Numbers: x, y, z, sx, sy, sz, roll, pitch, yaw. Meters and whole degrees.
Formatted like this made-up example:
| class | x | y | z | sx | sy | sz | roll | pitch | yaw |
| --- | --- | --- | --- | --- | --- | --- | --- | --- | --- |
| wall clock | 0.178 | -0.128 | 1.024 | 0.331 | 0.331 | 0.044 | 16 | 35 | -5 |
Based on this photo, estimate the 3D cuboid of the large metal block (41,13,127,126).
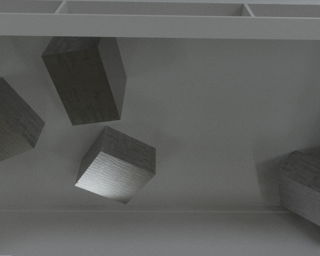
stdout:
| class | x | y | z | sx | sy | sz | roll | pitch | yaw |
| --- | --- | --- | --- | --- | --- | --- | --- | --- | --- |
| large metal block | -0.071 | -0.061 | 0.320 | 0.050 | 0.080 | 0.080 | -7 | 130 | 6 |

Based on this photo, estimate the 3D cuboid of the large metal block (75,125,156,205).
| class | x | y | z | sx | sy | sz | roll | pitch | yaw |
| --- | --- | --- | --- | --- | --- | --- | --- | --- | --- |
| large metal block | -0.062 | 0.054 | 0.438 | 0.080 | 0.050 | 0.080 | 27 | 125 | -21 |

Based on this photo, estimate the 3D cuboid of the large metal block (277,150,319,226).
| class | x | y | z | sx | sy | sz | roll | pitch | yaw |
| --- | --- | --- | --- | --- | --- | --- | --- | --- | --- |
| large metal block | 0.220 | 0.090 | 0.443 | 0.050 | 0.080 | 0.080 | -41 | 132 | -22 |

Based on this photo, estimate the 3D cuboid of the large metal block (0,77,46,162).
| class | x | y | z | sx | sy | sz | roll | pitch | yaw |
| --- | --- | --- | --- | --- | --- | --- | --- | --- | --- |
| large metal block | -0.208 | -0.005 | 0.386 | 0.080 | 0.050 | 0.080 | -20 | 128 | 16 |

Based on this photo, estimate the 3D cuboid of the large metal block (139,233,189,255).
| class | x | y | z | sx | sy | sz | roll | pitch | yaw |
| --- | --- | --- | --- | --- | --- | --- | --- | --- | --- |
| large metal block | 0.006 | 0.259 | 0.616 | 0.081 | 0.050 | 0.079 | 14 | 129 | -12 |
